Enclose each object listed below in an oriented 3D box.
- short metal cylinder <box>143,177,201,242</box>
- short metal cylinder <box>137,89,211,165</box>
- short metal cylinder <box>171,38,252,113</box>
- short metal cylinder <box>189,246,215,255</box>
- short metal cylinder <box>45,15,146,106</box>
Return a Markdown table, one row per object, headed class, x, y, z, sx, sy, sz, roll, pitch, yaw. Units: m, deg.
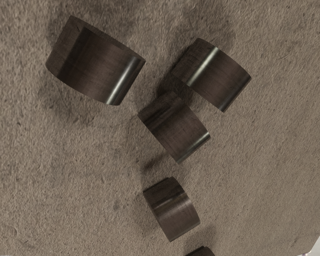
| class | x | y | z | sx | sy | sz | roll | pitch | yaw |
| --- | --- | --- | --- | --- | --- | --- | --- | --- | --- |
| short metal cylinder | 0.016 | 0.119 | 0.455 | 0.050 | 0.080 | 0.080 | -29 | 129 | -11 |
| short metal cylinder | 0.017 | -0.001 | 0.381 | 0.050 | 0.080 | 0.080 | -40 | 130 | -1 |
| short metal cylinder | 0.060 | -0.062 | 0.368 | 0.080 | 0.080 | 0.050 | 30 | 101 | -38 |
| short metal cylinder | 0.087 | 0.277 | 0.593 | 0.050 | 0.080 | 0.080 | -24 | 128 | -14 |
| short metal cylinder | -0.061 | -0.064 | 0.299 | 0.080 | 0.080 | 0.050 | 23 | 106 | -37 |
